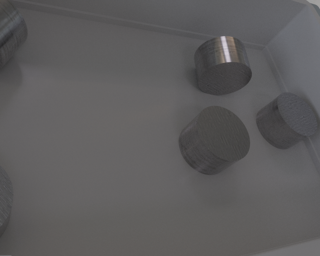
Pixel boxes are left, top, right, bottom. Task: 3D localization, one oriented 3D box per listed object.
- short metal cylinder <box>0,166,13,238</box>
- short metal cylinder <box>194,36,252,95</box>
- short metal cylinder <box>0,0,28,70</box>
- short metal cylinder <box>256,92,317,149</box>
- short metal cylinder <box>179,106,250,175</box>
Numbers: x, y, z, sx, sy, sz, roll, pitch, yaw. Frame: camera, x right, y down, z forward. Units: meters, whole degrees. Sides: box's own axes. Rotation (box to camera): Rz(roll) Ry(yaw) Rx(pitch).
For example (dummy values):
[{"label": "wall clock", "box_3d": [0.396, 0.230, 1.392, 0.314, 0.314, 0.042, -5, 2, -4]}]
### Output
[{"label": "short metal cylinder", "box_3d": [-0.168, 0.066, 0.258, 0.081, 0.050, 0.080, 14, 56, -21]}, {"label": "short metal cylinder", "box_3d": [0.096, -0.094, 0.479, 0.081, 0.080, 0.050, 9, 58, -24]}, {"label": "short metal cylinder", "box_3d": [-0.193, -0.105, 0.330, 0.080, 0.080, 0.050, 27, 52, -11]}, {"label": "short metal cylinder", "box_3d": [0.207, -0.011, 0.507, 0.081, 0.050, 0.080, 14, 56, -21]}, {"label": "short metal cylinder", "box_3d": [0.073, 0.017, 0.418, 0.081, 0.050, 0.080, 14, 56, -21]}]
